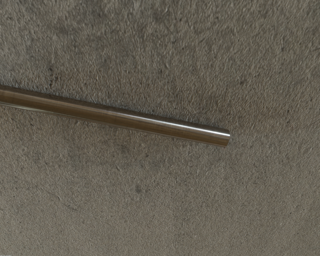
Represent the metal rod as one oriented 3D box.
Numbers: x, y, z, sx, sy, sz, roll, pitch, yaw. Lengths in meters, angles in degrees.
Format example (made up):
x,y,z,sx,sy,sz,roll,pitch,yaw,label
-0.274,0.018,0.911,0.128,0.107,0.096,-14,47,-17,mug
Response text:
x,y,z,sx,sy,sz,roll,pitch,yaw,label
-0.057,-0.014,0.394,0.302,0.025,0.025,11,129,-10,metal rod
